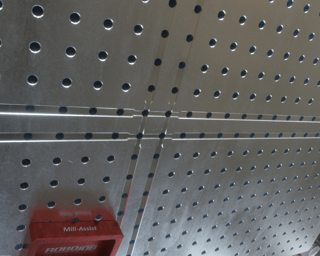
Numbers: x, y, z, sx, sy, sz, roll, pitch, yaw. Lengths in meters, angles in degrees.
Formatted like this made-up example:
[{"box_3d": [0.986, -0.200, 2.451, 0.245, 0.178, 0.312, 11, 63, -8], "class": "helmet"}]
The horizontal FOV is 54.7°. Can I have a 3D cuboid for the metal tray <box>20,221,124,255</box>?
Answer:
[{"box_3d": [-0.129, 0.180, 0.450, 0.131, 0.030, 0.089, 10, 114, -33], "class": "metal tray"}]
